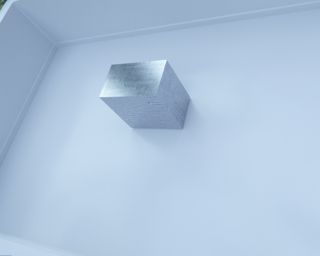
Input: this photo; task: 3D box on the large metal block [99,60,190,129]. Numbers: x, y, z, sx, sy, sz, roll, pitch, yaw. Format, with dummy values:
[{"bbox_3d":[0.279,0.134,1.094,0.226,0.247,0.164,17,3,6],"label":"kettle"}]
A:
[{"bbox_3d":[-0.017,-0.040,0.402,0.080,0.080,0.050,1,63,28],"label":"large metal block"}]
